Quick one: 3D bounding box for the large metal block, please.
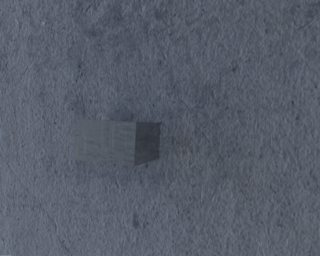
[{"bbox_3d":[-0.052,0.016,0.399,0.080,0.080,0.050,3,91,20],"label":"large metal block"}]
